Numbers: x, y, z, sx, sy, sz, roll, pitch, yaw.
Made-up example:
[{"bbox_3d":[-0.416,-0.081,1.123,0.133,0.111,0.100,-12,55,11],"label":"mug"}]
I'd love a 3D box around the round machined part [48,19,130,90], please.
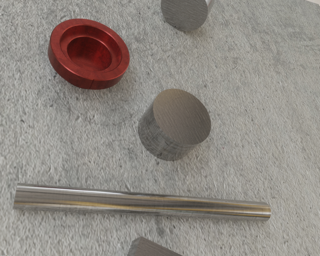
[{"bbox_3d":[-0.092,-0.089,0.397,0.099,0.042,0.098,14,56,-21],"label":"round machined part"}]

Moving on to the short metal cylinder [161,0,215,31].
[{"bbox_3d":[0.048,-0.213,0.524,0.080,0.080,0.050,32,52,-8],"label":"short metal cylinder"}]

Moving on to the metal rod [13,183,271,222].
[{"bbox_3d":[0.001,0.087,0.350,0.302,0.025,0.025,10,58,-23],"label":"metal rod"}]

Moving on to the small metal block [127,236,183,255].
[{"bbox_3d":[-0.010,0.145,0.310,0.050,0.025,0.050,29,52,-10],"label":"small metal block"}]

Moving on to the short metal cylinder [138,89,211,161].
[{"bbox_3d":[0.018,-0.004,0.400,0.081,0.050,0.080,14,56,-21],"label":"short metal cylinder"}]
